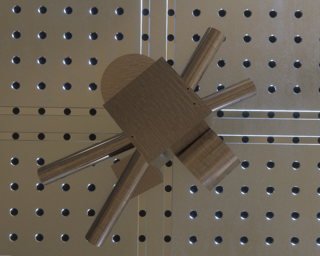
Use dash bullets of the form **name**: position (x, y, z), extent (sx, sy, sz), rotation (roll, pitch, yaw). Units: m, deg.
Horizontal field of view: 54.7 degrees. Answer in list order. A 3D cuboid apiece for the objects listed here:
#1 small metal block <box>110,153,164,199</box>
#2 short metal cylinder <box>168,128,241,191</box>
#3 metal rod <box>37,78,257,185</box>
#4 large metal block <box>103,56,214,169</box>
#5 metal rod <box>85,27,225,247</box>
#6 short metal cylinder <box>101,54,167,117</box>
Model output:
- **small metal block**: position (-0.030, 0.059, 0.410), extent (0.050, 0.025, 0.050), rotation (-28, 90, 0)
- **short metal cylinder**: position (0.052, 0.031, 0.383), extent (0.050, 0.080, 0.080), rotation (-43, 90, 1)
- **metal rod**: position (-0.016, 0.005, 0.409), extent (0.301, 0.025, 0.025), rotation (-23, 90, 0)
- **large metal block**: position (0.001, -0.014, 0.334), extent (0.080, 0.050, 0.080), rotation (-40, 73, 1)
- **metal rod**: position (-0.006, 0.010, 0.385), extent (0.025, 0.025, 0.299), rotation (31, 89, 0)
- **short metal cylinder**: position (-0.031, -0.050, 0.397), extent (0.081, 0.050, 0.079), rotation (0, 90, 0)
